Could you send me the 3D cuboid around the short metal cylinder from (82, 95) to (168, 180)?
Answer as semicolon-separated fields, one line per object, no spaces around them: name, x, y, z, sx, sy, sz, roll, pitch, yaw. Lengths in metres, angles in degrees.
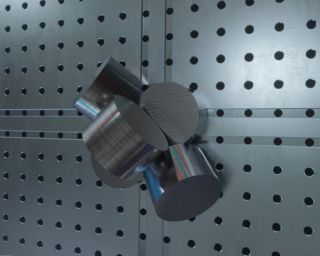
short metal cylinder;-0.037;0.010;0.341;0.050;0.080;0.080;-43;77;15

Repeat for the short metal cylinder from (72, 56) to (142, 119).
short metal cylinder;-0.068;-0.045;0.399;0.050;0.080;0.080;37;104;-19

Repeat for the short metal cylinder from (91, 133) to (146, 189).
short metal cylinder;-0.044;0.036;0.413;0.080;0.050;0.079;0;90;19

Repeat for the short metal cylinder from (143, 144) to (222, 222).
short metal cylinder;0.025;0.065;0.366;0.080;0.080;0.050;-42;42;15

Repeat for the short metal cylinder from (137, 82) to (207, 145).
short metal cylinder;0.015;-0.016;0.392;0.080;0.050;0.079;0;90;19
